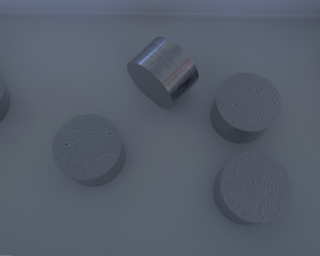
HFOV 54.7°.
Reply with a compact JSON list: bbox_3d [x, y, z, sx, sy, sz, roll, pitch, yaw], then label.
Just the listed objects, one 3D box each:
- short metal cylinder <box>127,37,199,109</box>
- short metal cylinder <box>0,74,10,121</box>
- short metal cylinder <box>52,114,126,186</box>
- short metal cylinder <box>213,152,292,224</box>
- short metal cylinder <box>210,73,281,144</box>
[{"bbox_3d":[0.004,-0.071,0.406,0.080,0.080,0.050,40,75,13],"label":"short metal cylinder"},{"bbox_3d":[-0.241,-0.043,0.399,0.081,0.050,0.080,6,71,-16],"label":"short metal cylinder"},{"bbox_3d":[-0.085,0.029,0.385,0.081,0.050,0.080,0,70,0],"label":"short metal cylinder"},{"bbox_3d":[0.108,0.073,0.370,0.081,0.050,0.080,0,70,0],"label":"short metal cylinder"},{"bbox_3d":[0.110,-0.025,0.406,0.081,0.050,0.080,0,70,0],"label":"short metal cylinder"}]
